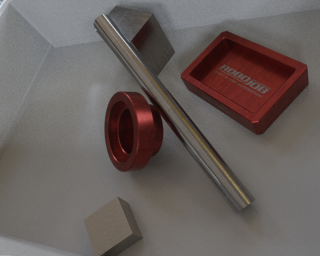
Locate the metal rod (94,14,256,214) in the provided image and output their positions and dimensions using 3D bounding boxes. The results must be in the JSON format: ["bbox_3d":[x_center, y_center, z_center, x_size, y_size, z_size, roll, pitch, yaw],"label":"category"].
[{"bbox_3d":[0.004,-0.032,0.367,0.025,0.025,0.299,-38,68,3],"label":"metal rod"}]

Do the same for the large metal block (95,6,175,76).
[{"bbox_3d":[-0.036,-0.131,0.468,0.080,0.080,0.050,27,77,37],"label":"large metal block"}]

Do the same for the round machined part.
[{"bbox_3d":[-0.031,0.004,0.386,0.098,0.042,0.097,6,97,58],"label":"round machined part"}]

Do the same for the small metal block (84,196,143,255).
[{"bbox_3d":[-0.055,0.118,0.361,0.050,0.025,0.050,-35,51,4],"label":"small metal block"}]

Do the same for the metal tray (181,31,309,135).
[{"bbox_3d":[0.101,-0.062,0.386,0.090,0.030,0.130,-46,52,-5],"label":"metal tray"}]
